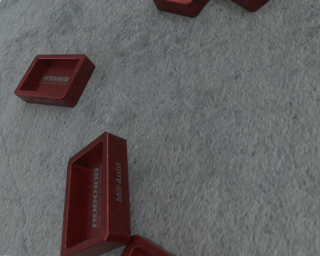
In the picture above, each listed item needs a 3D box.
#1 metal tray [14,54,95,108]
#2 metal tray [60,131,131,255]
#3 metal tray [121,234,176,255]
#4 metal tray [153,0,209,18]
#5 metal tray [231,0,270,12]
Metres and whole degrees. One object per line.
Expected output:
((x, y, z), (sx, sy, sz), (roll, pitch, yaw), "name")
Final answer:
((-0.187, -0.086, 0.548), (0.130, 0.030, 0.090), (7, 65, 31), "metal tray")
((-0.077, 0.080, 0.369), (0.090, 0.030, 0.130), (-34, 47, 33), "metal tray")
((0.006, 0.172, 0.290), (0.130, 0.030, 0.090), (19, 72, 35), "metal tray")
((0.057, -0.251, 0.523), (0.090, 0.030, 0.130), (29, 77, 37), "metal tray")
((0.159, -0.241, 0.464), (0.130, 0.030, 0.090), (-38, 51, 2), "metal tray")
